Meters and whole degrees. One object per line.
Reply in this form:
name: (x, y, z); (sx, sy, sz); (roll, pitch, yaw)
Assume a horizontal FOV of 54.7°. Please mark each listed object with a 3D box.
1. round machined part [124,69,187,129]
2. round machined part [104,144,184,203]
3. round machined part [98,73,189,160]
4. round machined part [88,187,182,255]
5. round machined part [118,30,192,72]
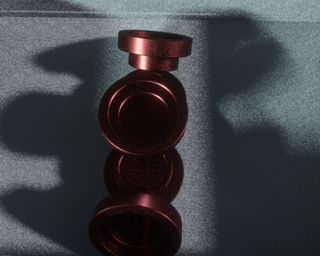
round machined part: (-0.014, -0.039, 0.413); (0.099, 0.042, 0.098); (0, 70, -1)
round machined part: (-0.020, 0.053, 0.379); (0.099, 0.042, 0.098); (0, 70, -1)
round machined part: (-0.018, -0.011, 0.357); (0.099, 0.042, 0.098); (0, 70, -1)
round machined part: (-0.025, 0.104, 0.341); (0.099, 0.097, 0.042); (6, 33, 2)
round machined part: (-0.008, -0.104, 0.417); (0.099, 0.098, 0.042); (7, 113, 2)
